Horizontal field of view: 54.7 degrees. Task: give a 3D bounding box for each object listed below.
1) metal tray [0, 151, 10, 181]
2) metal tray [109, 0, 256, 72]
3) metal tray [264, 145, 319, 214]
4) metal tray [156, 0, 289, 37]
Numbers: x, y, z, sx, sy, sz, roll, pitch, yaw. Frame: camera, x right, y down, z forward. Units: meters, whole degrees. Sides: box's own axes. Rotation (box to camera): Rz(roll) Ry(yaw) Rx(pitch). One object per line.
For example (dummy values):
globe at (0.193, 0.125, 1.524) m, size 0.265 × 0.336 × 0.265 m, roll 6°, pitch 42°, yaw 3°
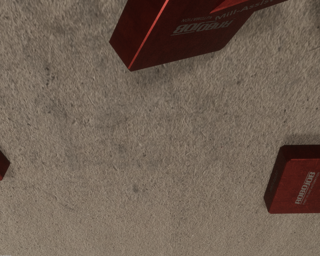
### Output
metal tray at (-0.282, 0.026, 0.421) m, size 0.090 × 0.030 × 0.129 m, roll -11°, pitch 130°, yaw 8°
metal tray at (0.031, -0.097, 0.256) m, size 0.131 × 0.030 × 0.090 m, roll -23°, pitch 163°, yaw -40°
metal tray at (0.221, 0.082, 0.478) m, size 0.091 × 0.030 × 0.129 m, roll -1°, pitch 130°, yaw 0°
metal tray at (0.056, -0.138, 0.251) m, size 0.130 × 0.030 × 0.090 m, roll -16°, pitch 85°, yaw 12°
